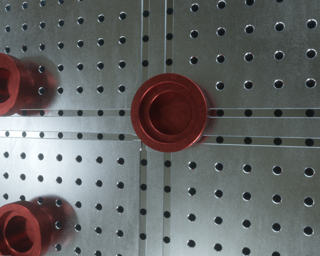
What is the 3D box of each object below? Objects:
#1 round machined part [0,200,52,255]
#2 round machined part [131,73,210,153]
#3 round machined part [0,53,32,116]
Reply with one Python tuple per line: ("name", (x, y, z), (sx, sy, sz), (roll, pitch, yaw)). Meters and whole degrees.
("round machined part", (-0.207, 0.159, 0.475), (0.098, 0.042, 0.097), (0, 90, 19))
("round machined part", (0.016, -0.019, 0.397), (0.098, 0.042, 0.097), (0, 90, 19))
("round machined part", (-0.244, -0.066, 0.487), (0.098, 0.042, 0.097), (0, 90, 19))
